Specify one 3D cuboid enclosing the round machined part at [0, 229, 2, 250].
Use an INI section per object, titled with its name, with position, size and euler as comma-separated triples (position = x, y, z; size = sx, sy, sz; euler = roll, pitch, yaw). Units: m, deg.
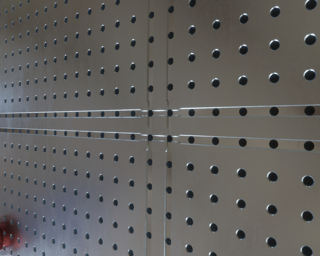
[round machined part]
position = -0.415, 0.268, 0.744
size = 0.098, 0.042, 0.097
euler = 0, 90, 40
